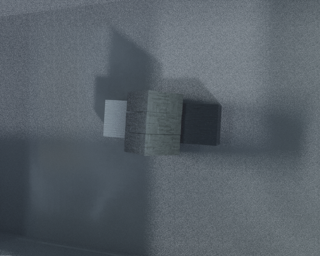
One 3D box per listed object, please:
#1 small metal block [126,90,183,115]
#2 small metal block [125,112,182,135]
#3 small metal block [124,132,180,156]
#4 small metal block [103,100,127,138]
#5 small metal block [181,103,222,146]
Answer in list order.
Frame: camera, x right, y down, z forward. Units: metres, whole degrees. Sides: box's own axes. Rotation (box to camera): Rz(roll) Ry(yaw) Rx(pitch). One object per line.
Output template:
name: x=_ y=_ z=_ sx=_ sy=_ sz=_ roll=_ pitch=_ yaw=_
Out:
small metal block: x=-0.007 y=-0.031 z=0.386 sx=0.050 sy=0.050 sz=0.025 roll=5 pitch=92 yaw=56
small metal block: x=-0.009 y=-0.006 z=0.387 sx=0.050 sy=0.050 sz=0.025 roll=3 pitch=91 yaw=56
small metal block: x=-0.010 y=0.019 z=0.388 sx=0.050 sy=0.050 sz=0.025 roll=3 pitch=91 yaw=56
small metal block: x=-0.048 y=-0.012 z=0.425 sx=0.050 sy=0.025 sz=0.050 roll=4 pitch=91 yaw=19
small metal block: x=0.050 y=-0.005 z=0.391 sx=0.050 sy=0.025 sz=0.050 roll=3 pitch=91 yaw=19
